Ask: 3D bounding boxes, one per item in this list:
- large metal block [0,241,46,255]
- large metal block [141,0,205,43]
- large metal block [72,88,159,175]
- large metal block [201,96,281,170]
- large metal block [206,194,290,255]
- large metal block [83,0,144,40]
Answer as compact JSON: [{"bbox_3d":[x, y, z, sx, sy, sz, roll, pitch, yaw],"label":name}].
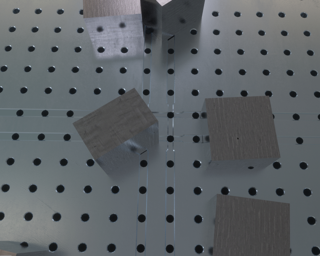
[{"bbox_3d":[-0.170,0.165,0.322,0.050,0.080,0.080,12,71,4],"label":"large metal block"},{"bbox_3d":[0.019,-0.184,0.450,0.080,0.080,0.050,-36,74,-12],"label":"large metal block"},{"bbox_3d":[-0.049,0.007,0.380,0.080,0.080,0.050,-32,73,-11],"label":"large metal block"},{"bbox_3d":[0.098,0.007,0.396,0.080,0.050,0.080,-3,70,-1],"label":"large metal block"},{"bbox_3d":[0.098,0.124,0.354,0.080,0.050,0.080,7,70,2],"label":"large metal block"},{"bbox_3d":[-0.070,-0.184,0.465,0.080,0.050,0.080,-6,70,-2],"label":"large metal block"}]
